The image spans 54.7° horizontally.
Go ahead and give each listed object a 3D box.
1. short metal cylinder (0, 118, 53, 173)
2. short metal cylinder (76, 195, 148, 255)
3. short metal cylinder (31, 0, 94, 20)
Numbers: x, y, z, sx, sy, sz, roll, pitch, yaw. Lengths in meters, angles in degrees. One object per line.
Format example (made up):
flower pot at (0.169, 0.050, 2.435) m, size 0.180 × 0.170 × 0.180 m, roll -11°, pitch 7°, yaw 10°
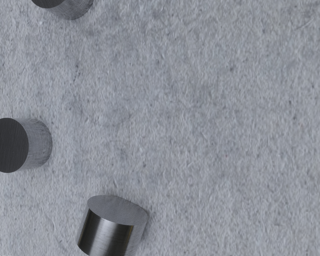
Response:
short metal cylinder at (-0.213, 0.025, 0.469) m, size 0.080 × 0.050 × 0.079 m, roll 0°, pitch 90°, yaw 19°
short metal cylinder at (-0.062, 0.128, 0.400) m, size 0.080 × 0.080 × 0.050 m, roll 20°, pitch 97°, yaw 18°
short metal cylinder at (-0.141, -0.203, 0.444) m, size 0.080 × 0.050 × 0.079 m, roll 0°, pitch 90°, yaw 19°
